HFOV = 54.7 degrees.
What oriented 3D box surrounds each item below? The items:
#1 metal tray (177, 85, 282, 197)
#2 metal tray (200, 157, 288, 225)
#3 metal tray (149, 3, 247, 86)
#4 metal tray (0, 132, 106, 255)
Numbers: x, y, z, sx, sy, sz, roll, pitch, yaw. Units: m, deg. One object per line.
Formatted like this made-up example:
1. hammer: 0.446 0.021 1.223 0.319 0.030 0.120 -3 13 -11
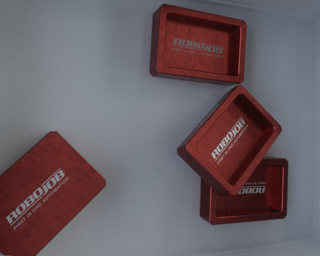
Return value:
1. metal tray: 0.096 0.015 0.417 0.090 0.030 0.130 45 65 -4
2. metal tray: 0.125 0.088 0.453 0.131 0.030 0.089 2 90 -20
3. metal tray: 0.054 -0.110 0.427 0.131 0.030 0.089 4 89 -20
4. metal tray: -0.140 0.077 0.356 0.130 0.030 0.090 -45 104 -15
